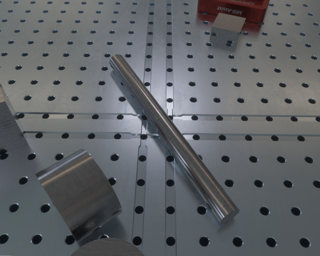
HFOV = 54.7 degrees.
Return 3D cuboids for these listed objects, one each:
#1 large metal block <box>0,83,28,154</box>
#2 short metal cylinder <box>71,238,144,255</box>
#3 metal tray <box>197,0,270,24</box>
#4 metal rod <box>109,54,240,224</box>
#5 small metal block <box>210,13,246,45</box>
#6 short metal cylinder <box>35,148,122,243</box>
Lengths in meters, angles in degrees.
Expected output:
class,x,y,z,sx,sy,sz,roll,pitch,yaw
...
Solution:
class,x,y,z,sx,sy,sz,roll,pitch,yaw
large metal block,-0.219,-0.006,0.375,0.081,0.080,0.050,-23,54,-18
short metal cylinder,-0.045,0.144,0.270,0.081,0.050,0.080,0,50,0
metal tray,0.151,-0.258,0.621,0.130,0.030,0.090,17,52,13
metal rod,0.002,-0.007,0.413,0.025,0.025,0.300,-23,54,-18
small metal block,0.123,-0.180,0.560,0.050,0.025,0.050,17,52,14
short metal cylinder,-0.082,0.068,0.314,0.050,0.080,0.080,-32,57,-24
